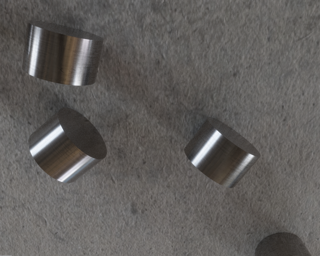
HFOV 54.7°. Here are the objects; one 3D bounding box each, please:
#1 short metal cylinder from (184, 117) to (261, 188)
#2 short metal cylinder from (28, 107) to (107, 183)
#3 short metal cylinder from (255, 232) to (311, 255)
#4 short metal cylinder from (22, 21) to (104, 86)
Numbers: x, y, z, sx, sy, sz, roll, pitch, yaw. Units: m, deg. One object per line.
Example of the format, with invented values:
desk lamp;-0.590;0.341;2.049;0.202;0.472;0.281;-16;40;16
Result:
short metal cylinder;0.078;0.030;0.393;0.080;0.080;0.050;31;107;-11
short metal cylinder;-0.113;0.021;0.387;0.050;0.080;0.080;-38;106;13
short metal cylinder;0.194;0.210;0.477;0.081;0.050;0.079;0;110;-1
short metal cylinder;-0.108;-0.085;0.348;0.081;0.080;0.050;14;110;-6
